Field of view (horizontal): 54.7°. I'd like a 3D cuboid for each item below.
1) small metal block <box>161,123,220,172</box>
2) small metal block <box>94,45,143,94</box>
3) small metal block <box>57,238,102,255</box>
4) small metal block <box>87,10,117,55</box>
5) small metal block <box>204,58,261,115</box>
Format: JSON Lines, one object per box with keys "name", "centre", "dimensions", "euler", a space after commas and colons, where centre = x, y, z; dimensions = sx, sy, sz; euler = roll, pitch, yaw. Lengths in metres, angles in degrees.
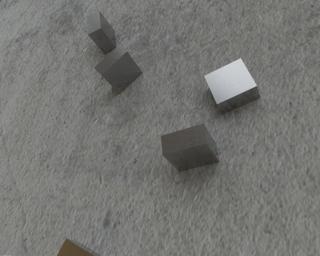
{"name": "small metal block", "centre": [0.035, 0.024, 0.354], "dimensions": [0.050, 0.050, 0.025], "euler": [-17, 55, 18]}
{"name": "small metal block", "centre": [-0.062, -0.088, 0.473], "dimensions": [0.050, 0.050, 0.025], "euler": [-44, 51, -2]}
{"name": "small metal block", "centre": [-0.096, 0.162, 0.353], "dimensions": [0.050, 0.025, 0.050], "euler": [14, 69, 33]}
{"name": "small metal block", "centre": [-0.101, -0.167, 0.541], "dimensions": [0.025, 0.050, 0.050], "euler": [-22, 54, 15]}
{"name": "small metal block", "centre": [0.090, -0.052, 0.388], "dimensions": [0.050, 0.025, 0.050], "euler": [-25, 53, 12]}
